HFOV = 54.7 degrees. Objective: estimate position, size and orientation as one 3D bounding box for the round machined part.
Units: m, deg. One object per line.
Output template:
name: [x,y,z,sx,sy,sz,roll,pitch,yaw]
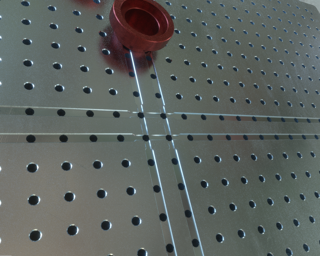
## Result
round machined part: [-0.031,-0.156,0.477,0.099,0.042,0.098,14,56,-21]
